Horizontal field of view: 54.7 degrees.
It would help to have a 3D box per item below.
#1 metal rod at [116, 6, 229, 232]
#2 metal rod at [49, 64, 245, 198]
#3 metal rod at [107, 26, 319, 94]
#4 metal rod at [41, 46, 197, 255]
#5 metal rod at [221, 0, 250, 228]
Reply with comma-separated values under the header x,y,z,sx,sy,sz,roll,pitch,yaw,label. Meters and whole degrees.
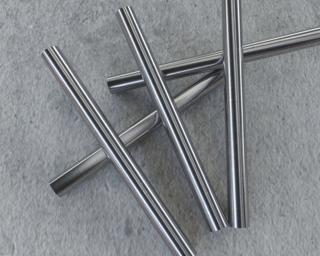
x,y,z,sx,sy,sz,roll,pitch,yaw,label
0.011,-0.018,0.389,0.025,0.025,0.299,-22,81,-8,metal rod
-0.008,-0.009,0.411,0.301,0.025,0.025,-35,74,-12,metal rod
0.077,-0.092,0.418,0.302,0.025,0.025,-13,71,4,metal rod
-0.052,0.028,0.371,0.025,0.025,0.299,-33,83,-12,metal rod
0.093,-0.032,0.384,0.025,0.025,0.298,0,84,-1,metal rod
